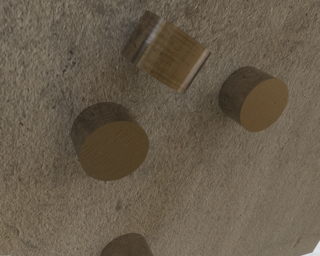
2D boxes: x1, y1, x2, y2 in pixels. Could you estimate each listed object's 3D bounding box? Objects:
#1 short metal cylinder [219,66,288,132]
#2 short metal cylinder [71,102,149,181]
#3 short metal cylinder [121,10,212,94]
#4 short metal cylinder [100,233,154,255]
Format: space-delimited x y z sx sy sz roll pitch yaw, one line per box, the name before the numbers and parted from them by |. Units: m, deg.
short metal cylinder | 0.131 -0.041 0.436 0.081 0.050 0.079 -14 124 -21
short metal cylinder | -0.060 0.016 0.367 0.081 0.050 0.079 -14 124 -21
short metal cylinder | 0.006 -0.079 0.326 0.080 0.080 0.050 24 105 -37
short metal cylinder | -0.050 0.217 0.498 0.081 0.050 0.079 -14 124 -21
